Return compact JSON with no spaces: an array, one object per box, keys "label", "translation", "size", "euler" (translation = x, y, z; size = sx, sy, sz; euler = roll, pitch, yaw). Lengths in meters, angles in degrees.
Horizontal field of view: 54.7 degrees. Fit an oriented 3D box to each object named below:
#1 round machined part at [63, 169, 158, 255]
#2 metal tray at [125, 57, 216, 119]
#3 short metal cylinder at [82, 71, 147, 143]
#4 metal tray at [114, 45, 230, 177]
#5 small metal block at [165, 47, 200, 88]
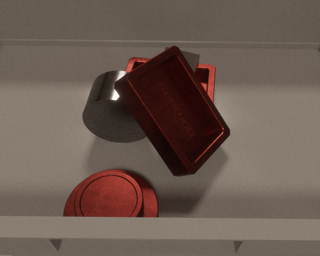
[{"label":"round machined part","translation":[-0.051,0.084,0.323],"size":[0.099,0.042,0.098],"euler":[0,50,0]},{"label":"metal tray","translation":[0.012,-0.059,0.451],"size":[0.131,0.030,0.090],"euler":[7,50,5]},{"label":"short metal cylinder","translation":[-0.051,-0.025,0.390],"size":[0.080,0.080,0.050],"euler":[4,50,3]},{"label":"metal tray","translation":[0.019,-0.020,0.362],"size":[0.091,0.030,0.130],"euler":[-40,101,-36]},{"label":"small metal block","translation":[0.026,-0.083,0.445],"size":[0.050,0.025,0.050],"euler":[15,76,7]}]
